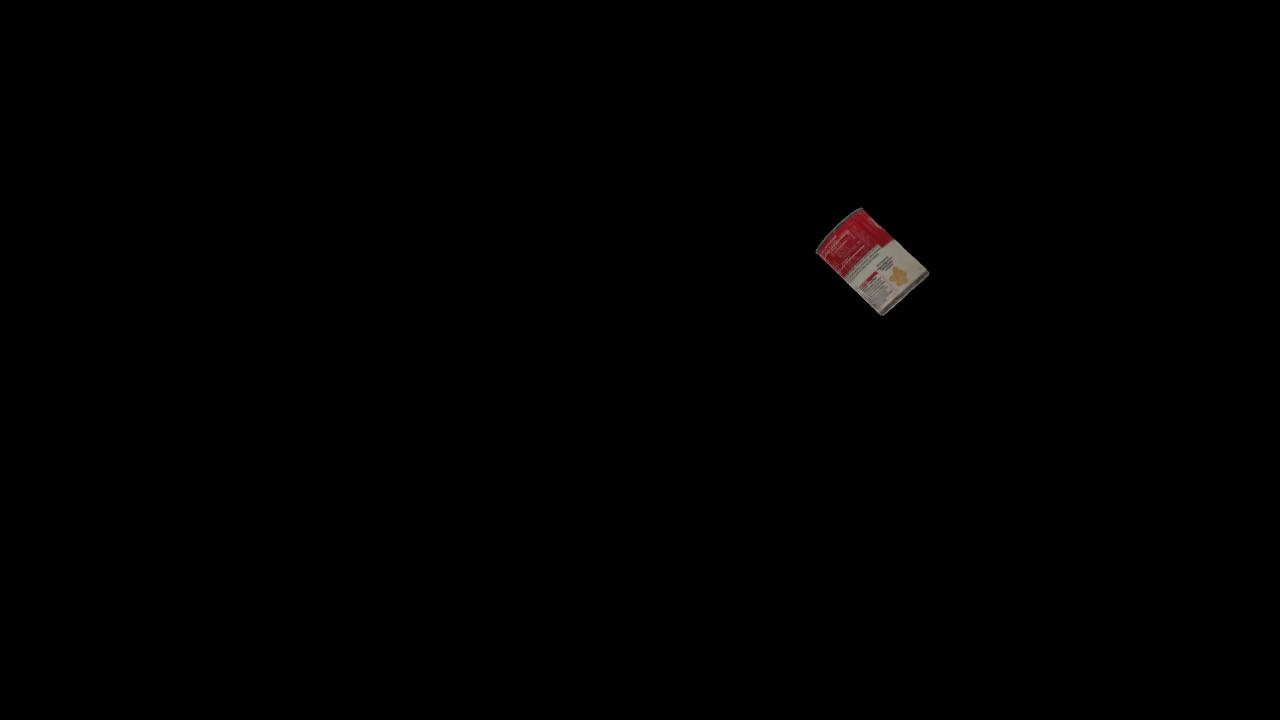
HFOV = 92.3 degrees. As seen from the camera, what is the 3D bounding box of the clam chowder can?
[{"bbox_3d":[0.252,-0.106,0.669,0.068,0.102,0.068,-38,-13,-11],"label":"clam chowder can"}]
